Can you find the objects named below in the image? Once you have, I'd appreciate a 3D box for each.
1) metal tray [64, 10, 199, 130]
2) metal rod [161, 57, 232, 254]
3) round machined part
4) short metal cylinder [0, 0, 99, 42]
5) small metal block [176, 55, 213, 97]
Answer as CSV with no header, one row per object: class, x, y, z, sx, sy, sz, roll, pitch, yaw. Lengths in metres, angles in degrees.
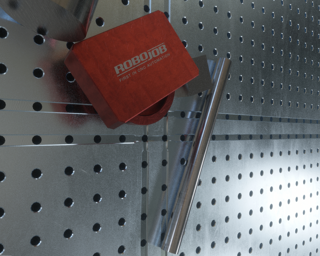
metal tray,-0.025,-0.068,0.345,0.131,0.030,0.090,-36,96,-34
metal rod,0.058,0.031,0.460,0.025,0.025,0.299,30,72,-37
round machined part,-0.032,-0.052,0.373,0.099,0.042,0.097,0,90,-40
short metal cylinder,-0.101,-0.124,0.290,0.080,0.080,0.050,25,75,-38
small metal block,0.047,-0.076,0.450,0.050,0.025,0.050,-23,105,-38
